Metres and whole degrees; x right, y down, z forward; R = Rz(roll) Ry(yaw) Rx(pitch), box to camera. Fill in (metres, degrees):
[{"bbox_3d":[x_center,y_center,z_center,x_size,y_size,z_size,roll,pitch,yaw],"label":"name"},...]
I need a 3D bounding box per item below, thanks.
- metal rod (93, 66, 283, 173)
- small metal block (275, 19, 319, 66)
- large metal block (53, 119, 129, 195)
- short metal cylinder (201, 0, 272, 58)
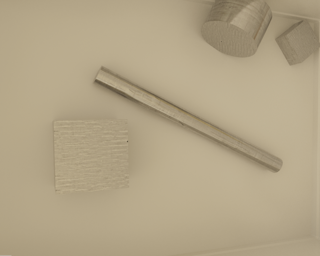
[{"bbox_3d":[0.051,-0.004,0.430,0.302,0.025,0.025,26,82,-19],"label":"metal rod"},{"bbox_3d":[0.221,-0.136,0.494,0.050,0.025,0.050,-39,103,-16],"label":"small metal block"},{"bbox_3d":[-0.083,0.030,0.367,0.081,0.050,0.079,-2,91,-20],"label":"large metal block"},{"bbox_3d":[0.103,-0.140,0.421,0.080,0.080,0.050,30,80,-18],"label":"short metal cylinder"}]
